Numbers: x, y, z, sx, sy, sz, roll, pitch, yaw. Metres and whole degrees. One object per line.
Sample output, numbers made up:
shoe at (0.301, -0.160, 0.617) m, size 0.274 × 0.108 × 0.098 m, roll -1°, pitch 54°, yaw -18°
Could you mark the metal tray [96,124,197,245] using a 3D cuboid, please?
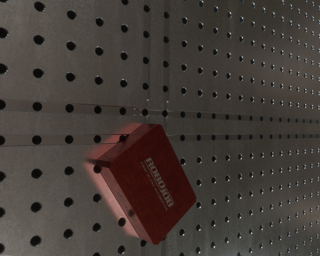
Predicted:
metal tray at (-0.012, 0.070, 0.398) m, size 0.091 × 0.030 × 0.129 m, roll -40°, pitch 115°, yaw -33°
